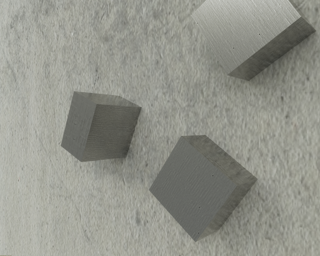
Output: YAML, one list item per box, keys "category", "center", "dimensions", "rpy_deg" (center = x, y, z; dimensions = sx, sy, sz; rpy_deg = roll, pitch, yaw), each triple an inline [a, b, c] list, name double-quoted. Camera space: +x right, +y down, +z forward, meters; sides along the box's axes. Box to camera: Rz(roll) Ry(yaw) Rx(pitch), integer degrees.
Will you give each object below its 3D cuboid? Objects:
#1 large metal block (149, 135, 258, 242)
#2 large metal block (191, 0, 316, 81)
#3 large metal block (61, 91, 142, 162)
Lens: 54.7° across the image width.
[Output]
- category: "large metal block"
  center: [0.046, 0.064, 0.349]
  dimensions: [0.080, 0.050, 0.080]
  rpy_deg: [43, 116, 31]
- category: "large metal block"
  center: [0.091, -0.106, 0.312]
  dimensions: [0.080, 0.050, 0.080]
  rpy_deg: [-39, 67, 33]
- category: "large metal block"
  center: [-0.082, -0.003, 0.434]
  dimensions: [0.050, 0.081, 0.079]
  rpy_deg: [29, 108, 36]
